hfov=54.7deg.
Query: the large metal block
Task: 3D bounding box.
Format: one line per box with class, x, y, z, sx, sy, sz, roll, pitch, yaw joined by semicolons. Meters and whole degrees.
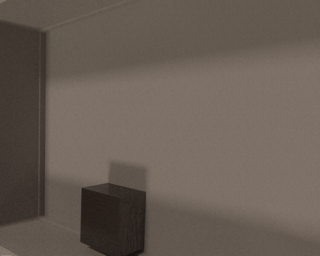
large metal block;-0.068;0.128;0.444;0.080;0.050;0.079;3;92;39
